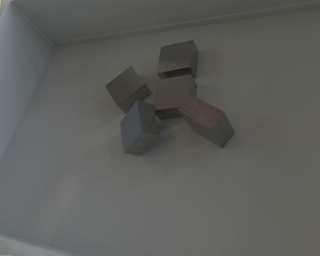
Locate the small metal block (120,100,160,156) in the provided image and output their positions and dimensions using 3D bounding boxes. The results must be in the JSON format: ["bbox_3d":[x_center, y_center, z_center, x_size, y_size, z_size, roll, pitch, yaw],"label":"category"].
[{"bbox_3d":[-0.028,0.001,0.403,0.050,0.025,0.050,-48,41,40],"label":"small metal block"}]

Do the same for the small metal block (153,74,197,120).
[{"bbox_3d":[0.021,-0.041,0.419,0.050,0.025,0.050,-6,59,24],"label":"small metal block"}]

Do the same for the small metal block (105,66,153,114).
[{"bbox_3d":[-0.047,-0.058,0.464,0.050,0.025,0.050,-37,51,3],"label":"small metal block"}]

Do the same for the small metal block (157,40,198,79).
[{"bbox_3d":[0.026,-0.096,0.450,0.050,0.025,0.050,-6,59,24],"label":"small metal block"}]

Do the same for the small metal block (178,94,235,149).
[{"bbox_3d":[0.055,-0.008,0.365,0.050,0.050,0.025,35,82,38],"label":"small metal block"}]
